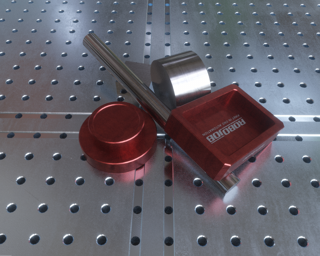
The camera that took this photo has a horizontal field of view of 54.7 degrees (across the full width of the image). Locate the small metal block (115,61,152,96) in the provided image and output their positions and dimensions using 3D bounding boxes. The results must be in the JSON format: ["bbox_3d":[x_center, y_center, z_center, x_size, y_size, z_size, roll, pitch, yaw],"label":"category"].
[{"bbox_3d":[-0.034,-0.073,0.469,0.050,0.025,0.050,10,51,8],"label":"small metal block"}]

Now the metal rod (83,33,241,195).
[{"bbox_3d":[-0.011,-0.033,0.413,0.025,0.025,0.300,-33,65,-24],"label":"metal rod"}]

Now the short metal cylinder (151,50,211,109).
[{"bbox_3d":[0.026,-0.060,0.422,0.050,0.080,0.080,-20,53,-16],"label":"short metal cylinder"}]

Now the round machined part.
[{"bbox_3d":[-0.053,0.004,0.391,0.099,0.042,0.098,0,50,0],"label":"round machined part"}]

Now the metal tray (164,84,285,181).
[{"bbox_3d":[0.081,-0.001,0.379,0.131,0.030,0.090,-25,61,-39],"label":"metal tray"}]
